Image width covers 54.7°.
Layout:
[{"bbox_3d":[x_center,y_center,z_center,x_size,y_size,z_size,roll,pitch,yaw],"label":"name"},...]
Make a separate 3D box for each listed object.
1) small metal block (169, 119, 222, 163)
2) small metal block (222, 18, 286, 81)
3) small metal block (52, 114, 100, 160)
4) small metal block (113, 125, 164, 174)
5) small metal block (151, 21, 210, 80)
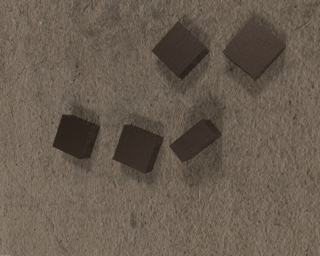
[{"bbox_3d":[0.045,0.015,0.379,0.050,0.050,0.025,-40,78,15],"label":"small metal block"},{"bbox_3d":[0.112,-0.093,0.369,0.050,0.025,0.050,44,103,14],"label":"small metal block"},{"bbox_3d":[-0.122,0.012,0.450,0.050,0.025,0.050,22,97,18],"label":"small metal block"},{"bbox_3d":[-0.029,0.027,0.418,0.050,0.025,0.050,21,97,18],"label":"small metal block"},{"bbox_3d":[0.027,-0.099,0.399,0.050,0.025,0.050,-46,76,14],"label":"small metal block"}]
